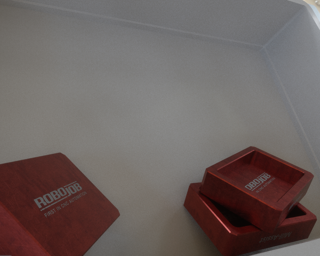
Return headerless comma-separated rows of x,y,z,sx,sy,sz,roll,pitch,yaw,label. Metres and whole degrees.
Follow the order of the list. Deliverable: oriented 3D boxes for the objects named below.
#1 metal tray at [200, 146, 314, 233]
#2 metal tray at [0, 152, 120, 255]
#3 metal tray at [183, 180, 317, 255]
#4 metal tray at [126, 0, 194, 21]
0.121,0.066,0.377,0.090,0.030,0.131,28,26,33,metal tray
-0.090,0.067,0.258,0.090,0.030,0.130,45,6,5,metal tray
0.106,0.099,0.370,0.131,0.030,0.090,1,25,-28,metal tray
-0.006,-0.246,0.552,0.131,0.030,0.090,-33,80,-39,metal tray
